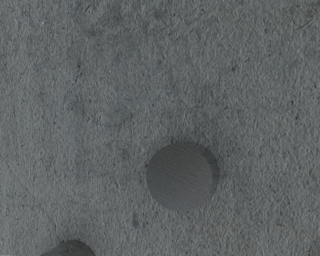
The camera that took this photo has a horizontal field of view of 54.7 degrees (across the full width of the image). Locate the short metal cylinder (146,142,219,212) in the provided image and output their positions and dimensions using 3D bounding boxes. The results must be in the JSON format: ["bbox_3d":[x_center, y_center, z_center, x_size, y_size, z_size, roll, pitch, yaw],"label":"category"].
[{"bbox_3d":[0.030,0.058,0.385,0.080,0.050,0.080,0,90,20],"label":"short metal cylinder"}]

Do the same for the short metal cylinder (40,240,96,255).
[{"bbox_3d":[-0.136,0.209,0.444,0.080,0.050,0.080,0,90,20],"label":"short metal cylinder"}]
